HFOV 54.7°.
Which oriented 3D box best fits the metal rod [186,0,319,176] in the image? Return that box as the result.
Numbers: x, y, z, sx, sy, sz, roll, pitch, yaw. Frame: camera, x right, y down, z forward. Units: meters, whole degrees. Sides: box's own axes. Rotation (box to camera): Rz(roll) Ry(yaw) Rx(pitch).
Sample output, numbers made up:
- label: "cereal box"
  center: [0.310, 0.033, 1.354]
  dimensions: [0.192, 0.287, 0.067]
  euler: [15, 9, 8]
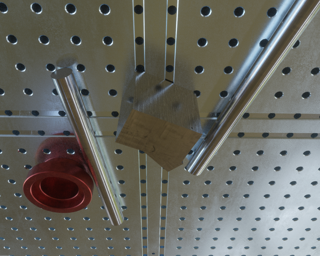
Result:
- label: "metal rod"
  center: [0.106, -0.044, 0.375]
  dimensions: [0.025, 0.025, 0.298]
  euler: [17, 128, -14]

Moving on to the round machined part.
- label: "round machined part"
  center: [-0.150, 0.083, 0.469]
  dimensions: [0.099, 0.042, 0.097]
  euler: [-1, 130, 0]

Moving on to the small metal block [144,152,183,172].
- label: "small metal block"
  center: [0.005, 0.022, 0.414]
  dimensions: [0.025, 0.050, 0.050]
  euler: [-32, 124, 24]

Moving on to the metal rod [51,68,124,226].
- label: "metal rod"
  center: [-0.095, 0.050, 0.452]
  dimensions: [0.025, 0.025, 0.298]
  euler: [-6, 130, 4]

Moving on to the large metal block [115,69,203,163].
- label: "large metal block"
  center: [-0.002, -0.015, 0.363]
  dimensions: [0.080, 0.080, 0.050]
  euler: [20, 127, -16]
